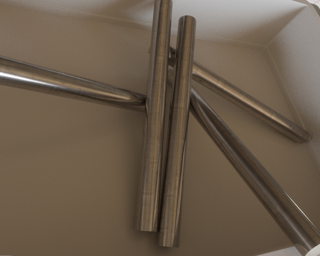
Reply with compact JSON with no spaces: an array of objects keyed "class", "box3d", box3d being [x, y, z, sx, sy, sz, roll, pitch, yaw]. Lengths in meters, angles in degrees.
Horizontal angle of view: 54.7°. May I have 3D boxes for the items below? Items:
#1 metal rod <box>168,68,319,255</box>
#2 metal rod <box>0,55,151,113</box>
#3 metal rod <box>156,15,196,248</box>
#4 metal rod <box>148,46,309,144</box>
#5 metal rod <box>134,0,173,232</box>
[{"class":"metal rod","box3d":[0.074,0.011,0.361,0.025,0.025,0.300,0,37,-28]},{"class":"metal rod","box3d":[-0.098,-0.044,0.310,0.302,0.025,0.025,8,55,-50]},{"class":"metal rod","box3d":[0.023,-0.012,0.385,0.025,0.025,0.299,14,68,-20]},{"class":"metal rod","box3d":[0.117,-0.050,0.479,0.301,0.025,0.025,27,52,-19]},{"class":"metal rod","box3d":[-0.005,-0.031,0.379,0.025,0.025,0.299,12,70,-22]}]
